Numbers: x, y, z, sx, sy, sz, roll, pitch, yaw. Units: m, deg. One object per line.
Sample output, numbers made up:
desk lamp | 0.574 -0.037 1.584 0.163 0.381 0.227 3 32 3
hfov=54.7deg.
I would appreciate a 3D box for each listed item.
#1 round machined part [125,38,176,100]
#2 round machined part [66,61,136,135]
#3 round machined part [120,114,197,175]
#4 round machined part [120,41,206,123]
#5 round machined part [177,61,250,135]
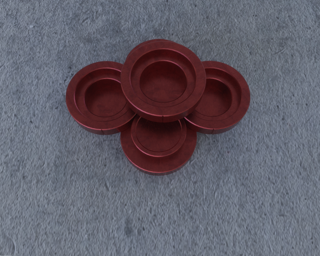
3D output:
round machined part | -0.001 -0.084 0.431 0.099 0.042 0.098 0 70 -1
round machined part | -0.070 -0.036 0.413 0.099 0.042 0.098 0 70 -1
round machined part | -0.002 0.009 0.397 0.099 0.042 0.098 0 70 -1
round machined part | 0.004 -0.052 0.374 0.099 0.042 0.098 0 70 -1
round machined part | 0.066 -0.037 0.415 0.099 0.042 0.098 0 70 -1
